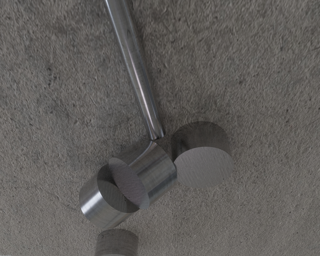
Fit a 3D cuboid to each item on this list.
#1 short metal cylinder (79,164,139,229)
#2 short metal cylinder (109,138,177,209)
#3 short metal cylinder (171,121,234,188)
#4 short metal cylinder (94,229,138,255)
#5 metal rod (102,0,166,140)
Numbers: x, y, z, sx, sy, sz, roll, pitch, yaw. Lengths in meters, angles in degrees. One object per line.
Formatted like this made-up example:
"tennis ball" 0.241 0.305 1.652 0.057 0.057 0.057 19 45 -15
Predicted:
"short metal cylinder" -0.070 0.099 0.454 0.080 0.080 0.050 31 124 -24
"short metal cylinder" -0.023 0.061 0.414 0.050 0.080 0.079 -34 142 -32
"short metal cylinder" 0.056 0.037 0.423 0.081 0.050 0.079 0 130 0
"short metal cylinder" -0.083 0.237 0.591 0.081 0.050 0.079 0 130 0
"metal rod" -0.037 -0.104 0.318 0.025 0.025 0.299 -10 130 8
